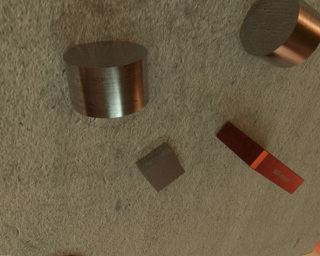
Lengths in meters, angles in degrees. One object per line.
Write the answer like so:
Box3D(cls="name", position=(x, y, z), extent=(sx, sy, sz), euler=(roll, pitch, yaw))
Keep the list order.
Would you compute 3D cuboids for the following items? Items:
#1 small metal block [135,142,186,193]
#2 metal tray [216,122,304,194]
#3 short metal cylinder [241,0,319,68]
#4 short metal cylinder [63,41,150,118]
Box3D(cls="small metal block", position=(0.001, 0.057, 0.443), extent=(0.050, 0.025, 0.050), euler=(-36, 129, -4))
Box3D(cls="metal tray", position=(0.155, 0.047, 0.478), extent=(0.131, 0.090, 0.030), euler=(31, 101, -38))
Box3D(cls="short metal cylinder", position=(0.147, -0.119, 0.378), extent=(0.050, 0.080, 0.079), euler=(13, 112, -34))
Box3D(cls="short metal cylinder", position=(-0.052, -0.051, 0.311), extent=(0.081, 0.080, 0.050), euler=(-15, 125, -20))
